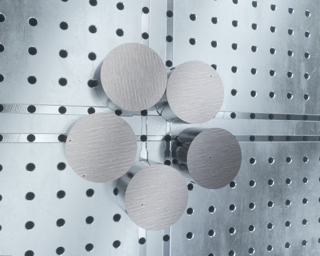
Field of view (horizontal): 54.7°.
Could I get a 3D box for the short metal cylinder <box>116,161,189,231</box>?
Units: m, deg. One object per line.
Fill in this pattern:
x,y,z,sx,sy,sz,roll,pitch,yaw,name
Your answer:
-0.011,0.083,0.394,0.081,0.050,0.080,0,90,-19,short metal cylinder

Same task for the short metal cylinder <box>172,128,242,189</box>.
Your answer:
0.062,0.039,0.421,0.081,0.050,0.079,-1,92,-20,short metal cylinder

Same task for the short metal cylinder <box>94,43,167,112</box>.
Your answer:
-0.038,-0.060,0.385,0.081,0.050,0.079,0,90,-20,short metal cylinder

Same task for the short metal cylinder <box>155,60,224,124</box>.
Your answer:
0.037,-0.045,0.412,0.081,0.050,0.079,0,90,-20,short metal cylinder

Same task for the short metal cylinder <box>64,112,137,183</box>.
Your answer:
-0.073,0.022,0.372,0.081,0.050,0.079,0,91,-20,short metal cylinder
